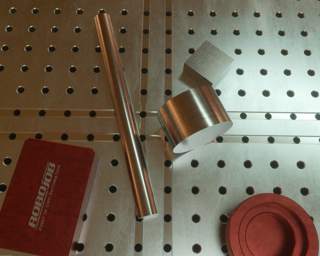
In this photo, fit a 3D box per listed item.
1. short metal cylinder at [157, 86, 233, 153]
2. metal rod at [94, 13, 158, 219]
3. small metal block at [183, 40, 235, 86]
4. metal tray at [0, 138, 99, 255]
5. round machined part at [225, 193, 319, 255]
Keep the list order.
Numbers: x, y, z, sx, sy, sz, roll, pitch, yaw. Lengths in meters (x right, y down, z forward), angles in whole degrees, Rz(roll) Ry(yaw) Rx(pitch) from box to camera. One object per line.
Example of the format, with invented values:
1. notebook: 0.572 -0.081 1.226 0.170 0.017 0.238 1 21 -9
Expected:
1. short metal cylinder: 0.043 -0.009 0.386 0.080 0.080 0.050 -22 72 -8
2. metal rod: -0.051 -0.030 0.422 0.025 0.025 0.299 -13 71 -5
3. small metal block: 0.069 -0.089 0.445 0.050 0.025 0.050 39 74 12
4. metal tray: -0.135 0.083 0.377 0.091 0.030 0.130 10 70 3
5. round machined part: 0.124 0.127 0.358 0.099 0.042 0.098 0 70 -1
